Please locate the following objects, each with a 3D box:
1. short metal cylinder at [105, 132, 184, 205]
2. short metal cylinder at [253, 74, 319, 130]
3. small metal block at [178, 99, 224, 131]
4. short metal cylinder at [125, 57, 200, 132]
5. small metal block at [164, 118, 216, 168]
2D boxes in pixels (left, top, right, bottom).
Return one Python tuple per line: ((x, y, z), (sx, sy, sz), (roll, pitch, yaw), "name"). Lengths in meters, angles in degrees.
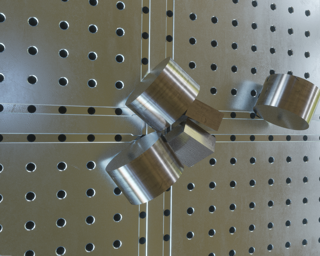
((-0.018, 0.047, 0.377), (0.080, 0.080, 0.050), (-37, 102, -16), "short metal cylinder")
((0.184, -0.037, 0.451), (0.080, 0.080, 0.050), (28, 81, -18), "short metal cylinder")
((0.049, -0.017, 0.417), (0.050, 0.050, 0.025), (26, 82, -18), "small metal block")
((0.003, -0.042, 0.384), (0.050, 0.080, 0.080), (42, 77, -16), "short metal cylinder")
((0.037, 0.021, 0.410), (0.050, 0.050, 0.025), (34, 44, -17), "small metal block")
